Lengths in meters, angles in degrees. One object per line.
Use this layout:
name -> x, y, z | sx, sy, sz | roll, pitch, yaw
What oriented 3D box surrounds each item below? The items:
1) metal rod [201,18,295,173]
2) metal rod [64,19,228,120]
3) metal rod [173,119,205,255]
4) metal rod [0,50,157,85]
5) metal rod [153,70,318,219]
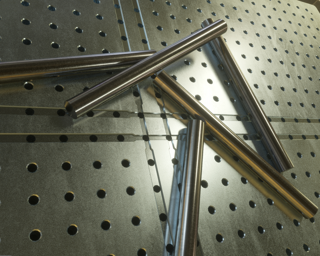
metal rod -> 0.141, -0.065, 0.526 | 0.025, 0.025, 0.299 | -9, 66, -32
metal rod -> -0.001, -0.096, 0.444 | 0.302, 0.025, 0.025 | -36, 82, -31
metal rod -> 0.031, 0.117, 0.355 | 0.025, 0.025, 0.300 | 21, 54, -16
metal rod -> -0.130, -0.075, 0.383 | 0.303, 0.025, 0.025 | -15, 70, -34
metal rod -> 0.109, 0.024, 0.454 | 0.300, 0.025, 0.025 | 42, 51, 0
